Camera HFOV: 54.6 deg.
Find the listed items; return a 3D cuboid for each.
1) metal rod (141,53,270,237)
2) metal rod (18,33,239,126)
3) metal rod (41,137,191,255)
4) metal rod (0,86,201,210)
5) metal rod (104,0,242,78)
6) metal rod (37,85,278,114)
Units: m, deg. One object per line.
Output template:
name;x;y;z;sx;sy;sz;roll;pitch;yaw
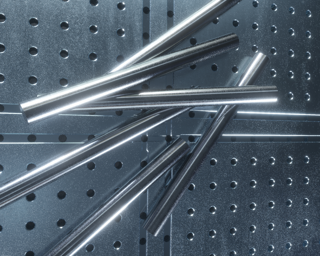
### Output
metal rod;0.070;0.015;0.437;0.025;0.025;0.300;39;78;-16
metal rod;-0.016;-0.070;0.383;0.302;0.025;0.025;-25;99;-27
metal rod;-0.078;0.115;0.383;0.301;0.025;0.025;-40;103;-16
metal rod;-0.069;0.020;0.386;0.302;0.025;0.025;-28;99;-18
metal rod;0.045;-0.143;0.428;0.301;0.025;0.025;-39;103;-16
metal rod;0.007;-0.037;0.392;0.302;0.025;0.025;-4;92;-12
